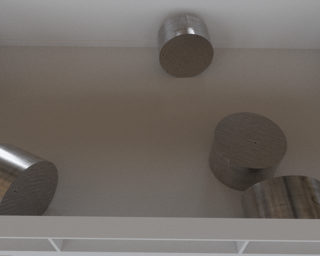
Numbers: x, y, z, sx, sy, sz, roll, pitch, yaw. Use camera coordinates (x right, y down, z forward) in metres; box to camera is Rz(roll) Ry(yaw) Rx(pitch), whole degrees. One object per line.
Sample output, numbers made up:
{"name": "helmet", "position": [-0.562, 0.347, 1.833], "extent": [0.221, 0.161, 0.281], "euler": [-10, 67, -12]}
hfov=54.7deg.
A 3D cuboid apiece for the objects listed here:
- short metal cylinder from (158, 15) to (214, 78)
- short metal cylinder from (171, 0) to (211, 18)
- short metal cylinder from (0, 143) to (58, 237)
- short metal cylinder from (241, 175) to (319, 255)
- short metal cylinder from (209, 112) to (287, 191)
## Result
{"name": "short metal cylinder", "position": [0.038, -0.124, 0.474], "extent": [0.081, 0.080, 0.050], "euler": [-3, 50, -2]}
{"name": "short metal cylinder", "position": [0.063, -0.260, 0.610], "extent": [0.080, 0.050, 0.080], "euler": [0, 50, 0]}
{"name": "short metal cylinder", "position": [-0.152, 0.062, 0.316], "extent": [0.050, 0.080, 0.080], "euler": [21, 53, 16]}
{"name": "short metal cylinder", "position": [0.122, 0.088, 0.296], "extent": [0.081, 0.080, 0.050], "euler": [0, 50, 0]}
{"name": "short metal cylinder", "position": [0.101, 0.027, 0.366], "extent": [0.080, 0.050, 0.080], "euler": [0, 50, 0]}
